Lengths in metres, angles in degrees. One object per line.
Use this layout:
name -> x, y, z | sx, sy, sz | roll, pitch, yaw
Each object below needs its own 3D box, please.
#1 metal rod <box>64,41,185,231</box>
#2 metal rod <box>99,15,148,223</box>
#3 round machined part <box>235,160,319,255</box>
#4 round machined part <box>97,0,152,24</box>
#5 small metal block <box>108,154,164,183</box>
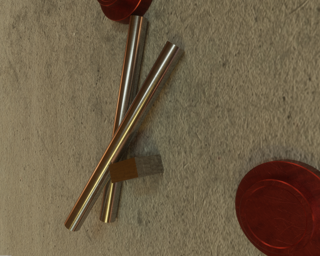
metal rod -> -0.055, 0.021, 0.424 | 0.025, 0.025, 0.299 | 40, 106, 32
metal rod -> -0.054, -0.007, 0.449 | 0.025, 0.025, 0.298 | 16, 100, 39
round machined part -> 0.117, 0.081, 0.298 | 0.098, 0.042, 0.097 | 0, 90, 40
round machined part -> -0.056, -0.202, 0.440 | 0.098, 0.042, 0.097 | 0, 90, 40
small metal block -> -0.031, 0.054, 0.415 | 0.050, 0.050, 0.025 | -19, 78, 38
